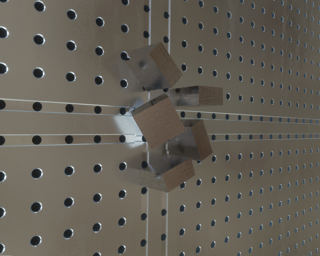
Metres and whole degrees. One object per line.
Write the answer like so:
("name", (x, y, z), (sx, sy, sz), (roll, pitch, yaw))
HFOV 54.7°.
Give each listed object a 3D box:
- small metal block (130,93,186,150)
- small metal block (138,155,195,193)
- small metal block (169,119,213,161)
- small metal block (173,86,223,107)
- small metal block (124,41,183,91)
("small metal block", (-0.002, -0.009, 0.394), (0.050, 0.025, 0.050), (-29, 111, -2))
("small metal block", (0.008, 0.057, 0.402), (0.050, 0.050, 0.025), (-24, 106, -38))
("small metal block", (0.040, 0.016, 0.428), (0.025, 0.050, 0.050), (-31, 110, -36))
("small metal block", (0.054, -0.044, 0.440), (0.050, 0.050, 0.025), (-2, 92, -40))
("small metal block", (-0.008, -0.075, 0.388), (0.050, 0.050, 0.025), (52, 59, -28))
